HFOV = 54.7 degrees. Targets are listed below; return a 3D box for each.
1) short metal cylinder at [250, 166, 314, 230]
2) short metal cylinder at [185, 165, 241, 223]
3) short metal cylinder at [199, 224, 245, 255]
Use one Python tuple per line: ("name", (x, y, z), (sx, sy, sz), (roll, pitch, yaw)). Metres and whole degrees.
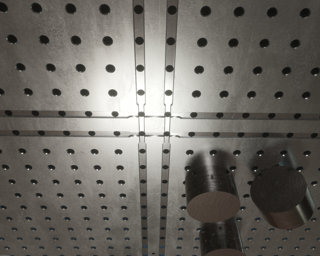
("short metal cylinder", (0.184, 0.104, 0.467), (0.080, 0.080, 0.050), (-24, 127, 18))
("short metal cylinder", (0.081, 0.104, 0.485), (0.081, 0.050, 0.079), (0, 130, 0))
("short metal cylinder", (0.117, 0.227, 0.590), (0.081, 0.050, 0.079), (0, 130, 0))
